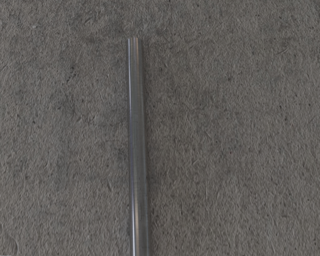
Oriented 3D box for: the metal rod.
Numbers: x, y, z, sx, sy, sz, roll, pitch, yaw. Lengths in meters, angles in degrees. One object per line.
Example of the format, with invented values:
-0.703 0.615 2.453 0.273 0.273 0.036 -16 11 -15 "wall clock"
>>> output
-0.029 0.016 0.402 0.025 0.025 0.299 -3 70 -1 "metal rod"
